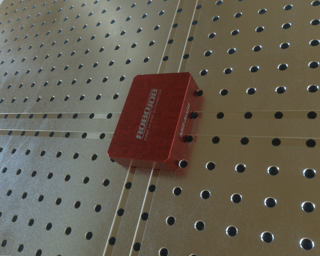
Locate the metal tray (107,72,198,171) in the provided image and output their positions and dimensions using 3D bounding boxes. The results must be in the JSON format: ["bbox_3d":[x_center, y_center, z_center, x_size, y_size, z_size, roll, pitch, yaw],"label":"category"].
[{"bbox_3d":[-0.008,-0.012,0.414,0.090,0.030,0.130,2,63,29],"label":"metal tray"}]
